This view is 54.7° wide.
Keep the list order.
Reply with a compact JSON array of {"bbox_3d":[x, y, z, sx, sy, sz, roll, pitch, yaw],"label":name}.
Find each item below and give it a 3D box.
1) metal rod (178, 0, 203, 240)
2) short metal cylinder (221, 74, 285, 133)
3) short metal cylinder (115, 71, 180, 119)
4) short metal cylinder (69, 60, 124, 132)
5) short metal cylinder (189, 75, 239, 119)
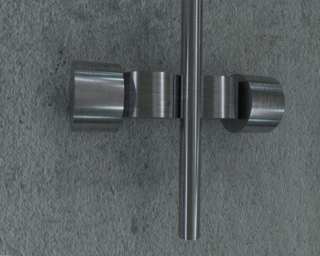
[{"bbox_3d":[0.036,-0.024,0.358,0.025,0.025,0.298,1,90,-20],"label":"metal rod"},{"bbox_3d":[0.123,-0.033,0.427,0.050,0.080,0.080,1,90,-20],"label":"short metal cylinder"},{"bbox_3d":[-0.014,-0.037,0.376,0.081,0.080,0.050,1,90,-20],"label":"short metal cylinder"},{"bbox_3d":[-0.075,-0.035,0.354,0.050,0.080,0.080,1,90,-20],"label":"short metal cylinder"},{"bbox_3d":[0.062,-0.037,0.403,0.081,0.080,0.050,1,90,-20],"label":"short metal cylinder"}]
